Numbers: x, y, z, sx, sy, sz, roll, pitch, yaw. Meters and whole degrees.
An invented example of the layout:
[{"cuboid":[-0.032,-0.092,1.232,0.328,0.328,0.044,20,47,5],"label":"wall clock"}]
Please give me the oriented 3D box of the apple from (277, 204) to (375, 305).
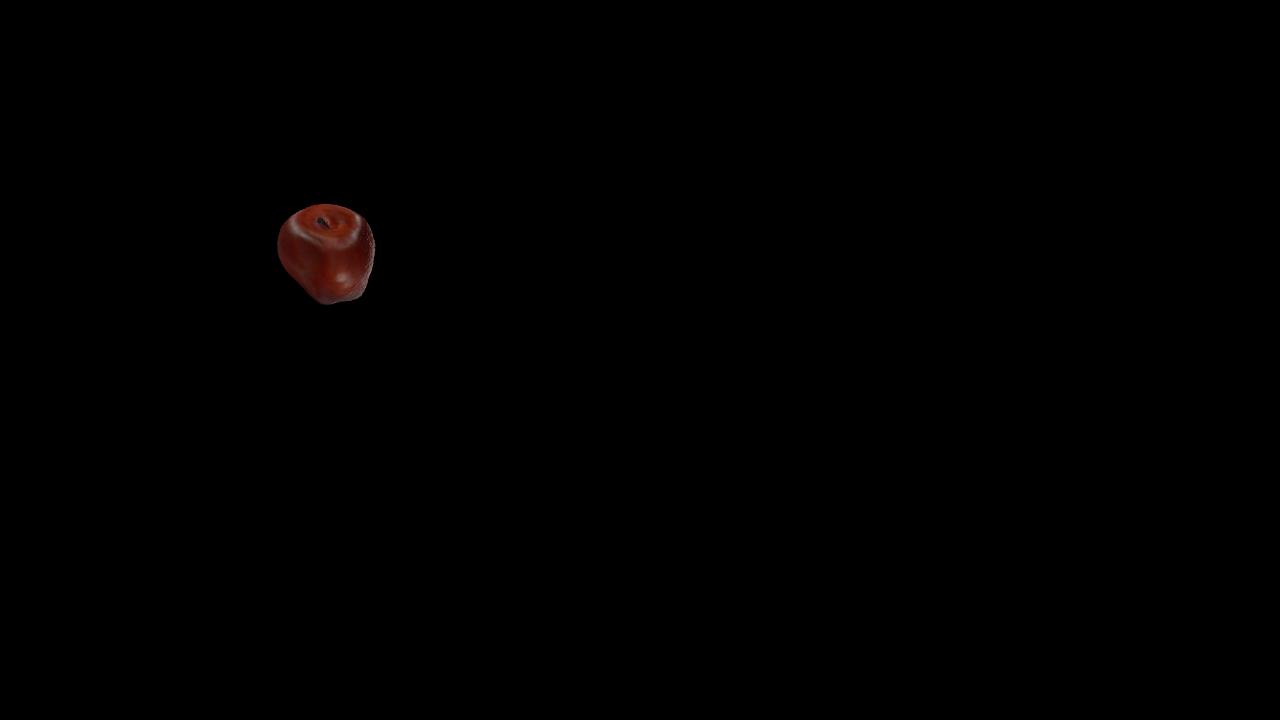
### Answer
[{"cuboid":[-0.281,-0.095,0.555,0.079,0.079,0.093,0,-37,-20],"label":"apple"}]
